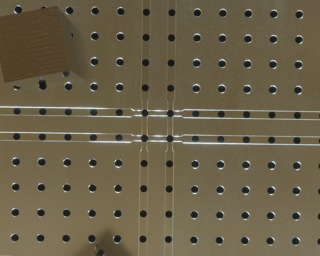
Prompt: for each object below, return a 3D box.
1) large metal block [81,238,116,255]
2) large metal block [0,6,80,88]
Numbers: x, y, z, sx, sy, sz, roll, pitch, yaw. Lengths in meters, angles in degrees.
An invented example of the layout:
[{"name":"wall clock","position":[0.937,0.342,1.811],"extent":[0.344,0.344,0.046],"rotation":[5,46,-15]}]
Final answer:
[{"name":"large metal block","position":[-0.085,0.208,0.401],"extent":[0.080,0.050,0.080],"rotation":[-40,90,0]},{"name":"large metal block","position":[-0.156,-0.101,0.400],"extent":[0.080,0.050,0.080],"rotation":[-11,90,0]}]
